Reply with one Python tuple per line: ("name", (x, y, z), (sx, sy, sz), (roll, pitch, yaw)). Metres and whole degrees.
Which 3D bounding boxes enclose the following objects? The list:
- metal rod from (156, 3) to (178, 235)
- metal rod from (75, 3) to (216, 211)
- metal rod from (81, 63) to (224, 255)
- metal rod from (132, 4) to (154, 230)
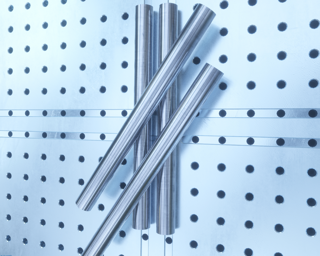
("metal rod", (0.009, -0.012, 0.410), (0.025, 0.025, 0.298), (1, 90, 20))
("metal rod", (-0.024, -0.017, 0.396), (0.025, 0.025, 0.299), (36, 101, 16))
("metal rod", (-0.015, 0.053, 0.392), (0.025, 0.025, 0.299), (36, 101, 16))
("metal rod", (-0.023, -0.014, 0.422), (0.025, 0.025, 0.298), (1, 90, 20))
